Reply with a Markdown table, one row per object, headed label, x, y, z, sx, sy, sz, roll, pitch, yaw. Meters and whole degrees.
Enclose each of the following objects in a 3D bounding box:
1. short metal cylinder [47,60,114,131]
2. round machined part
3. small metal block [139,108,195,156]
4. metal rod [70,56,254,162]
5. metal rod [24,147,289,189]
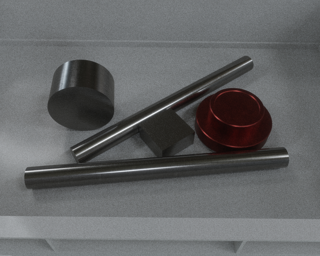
| label | x | y | z | sx | sy | sz | roll | pitch | yaw |
| --- | --- | --- | --- | --- | --- | --- | --- | --- | --- |
| short metal cylinder | -0.100 | -0.041 | 0.401 | 0.081 | 0.080 | 0.050 | -4 | 50 | -4 |
| round machined part | 0.097 | -0.015 | 0.404 | 0.099 | 0.042 | 0.098 | 0 | 50 | 0 |
| small metal block | 0.008 | 0.008 | 0.396 | 0.050 | 0.025 | 0.050 | -29 | 56 | -22 |
| metal rod | 0.018 | -0.034 | 0.432 | 0.302 | 0.025 | 0.025 | -30 | 56 | -23 |
| metal rod | 0.000 | 0.046 | 0.364 | 0.302 | 0.025 | 0.025 | -4 | 50 | -4 |
